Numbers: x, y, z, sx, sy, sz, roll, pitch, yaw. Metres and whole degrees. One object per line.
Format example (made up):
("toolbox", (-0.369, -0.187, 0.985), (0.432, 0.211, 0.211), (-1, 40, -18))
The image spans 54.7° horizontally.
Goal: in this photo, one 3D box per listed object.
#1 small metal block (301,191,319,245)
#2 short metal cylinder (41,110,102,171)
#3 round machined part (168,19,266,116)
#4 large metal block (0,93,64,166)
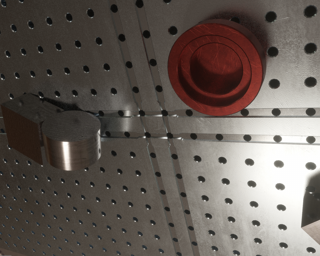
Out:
("small metal block", (0.194, 0.111, 0.361), (0.050, 0.050, 0.025), (43, 129, -2))
("short metal cylinder", (-0.127, 0.016, 0.450), (0.080, 0.080, 0.050), (18, 125, 17))
("round machined part", (0.061, -0.065, 0.327), (0.098, 0.042, 0.097), (13, 124, 20))
("large metal block", (-0.197, 0.001, 0.490), (0.080, 0.050, 0.079), (24, 127, 22))
